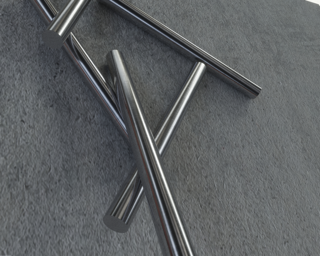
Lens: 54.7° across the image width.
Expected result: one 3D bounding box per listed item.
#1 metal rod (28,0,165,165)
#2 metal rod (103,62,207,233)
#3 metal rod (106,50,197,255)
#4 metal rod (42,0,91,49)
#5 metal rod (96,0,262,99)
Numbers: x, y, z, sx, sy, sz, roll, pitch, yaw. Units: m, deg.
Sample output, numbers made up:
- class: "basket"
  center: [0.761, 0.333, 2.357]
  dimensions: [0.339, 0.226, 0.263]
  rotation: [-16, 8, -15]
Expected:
- class: "metal rod"
  center: [-0.090, -0.070, 0.397]
  dimensions: [0.025, 0.025, 0.299]
  rotation: [-28, 77, -37]
- class: "metal rod"
  center: [0.011, -0.004, 0.386]
  dimensions: [0.025, 0.025, 0.301]
  rotation: [35, 43, -5]
- class: "metal rod"
  center: [-0.022, 0.005, 0.330]
  dimensions: [0.025, 0.025, 0.300]
  rotation: [5, 41, -26]
- class: "metal rod"
  center: [-0.103, -0.213, 0.458]
  dimensions: [0.025, 0.025, 0.300]
  rotation: [24, 47, -14]
- class: "metal rod"
  center: [0.036, -0.134, 0.504]
  dimensions: [0.301, 0.025, 0.025]
  rotation: [30, 52, -9]
